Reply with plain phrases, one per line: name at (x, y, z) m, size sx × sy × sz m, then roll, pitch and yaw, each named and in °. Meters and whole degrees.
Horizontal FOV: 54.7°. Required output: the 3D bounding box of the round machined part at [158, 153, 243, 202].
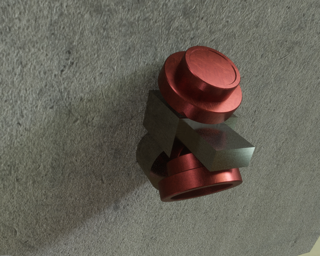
round machined part at (0.045, 0.057, 0.373) m, size 0.099 × 0.042 × 0.098 m, roll -11°, pitch 161°, yaw -4°

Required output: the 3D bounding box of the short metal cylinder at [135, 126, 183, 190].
short metal cylinder at (0.013, 0.041, 0.427) m, size 0.081 × 0.050 × 0.079 m, roll -14°, pitch 125°, yaw -21°

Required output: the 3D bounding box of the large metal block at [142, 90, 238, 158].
large metal block at (0.034, -0.008, 0.387) m, size 0.081 × 0.080 × 0.050 m, roll -2°, pitch 120°, yaw -28°

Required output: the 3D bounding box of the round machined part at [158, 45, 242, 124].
round machined part at (0.051, -0.055, 0.351) m, size 0.099 × 0.098 × 0.042 m, roll -2°, pitch 145°, yaw -28°

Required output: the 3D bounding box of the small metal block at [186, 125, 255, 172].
small metal block at (0.064, 0.020, 0.337) m, size 0.050 × 0.050 × 0.025 m, roll -3°, pitch 119°, yaw -27°
